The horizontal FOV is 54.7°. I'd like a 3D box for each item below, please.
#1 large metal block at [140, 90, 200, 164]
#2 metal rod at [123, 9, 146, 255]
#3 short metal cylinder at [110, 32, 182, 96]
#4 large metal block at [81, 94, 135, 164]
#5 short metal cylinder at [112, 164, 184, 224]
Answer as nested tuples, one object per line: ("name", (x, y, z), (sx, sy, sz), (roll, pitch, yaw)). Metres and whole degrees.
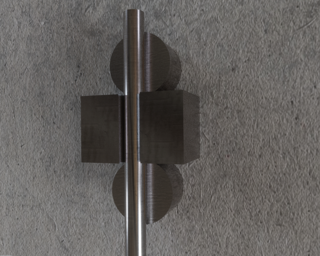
("large metal block", (0.015, -0.001, 0.375), (0.050, 0.080, 0.080), (-1, 90, 20))
("metal rod", (-0.030, 0.012, 0.367), (0.025, 0.025, 0.298), (-1, 90, 20))
("short metal cylinder", (-0.017, -0.078, 0.403), (0.080, 0.050, 0.080), (0, 89, 20))
("large metal block", (-0.057, 0.001, 0.401), (0.050, 0.080, 0.080), (-1, 90, 20))
("short metal cylinder", (-0.014, 0.078, 0.402), (0.080, 0.050, 0.080), (0, 89, 20))
